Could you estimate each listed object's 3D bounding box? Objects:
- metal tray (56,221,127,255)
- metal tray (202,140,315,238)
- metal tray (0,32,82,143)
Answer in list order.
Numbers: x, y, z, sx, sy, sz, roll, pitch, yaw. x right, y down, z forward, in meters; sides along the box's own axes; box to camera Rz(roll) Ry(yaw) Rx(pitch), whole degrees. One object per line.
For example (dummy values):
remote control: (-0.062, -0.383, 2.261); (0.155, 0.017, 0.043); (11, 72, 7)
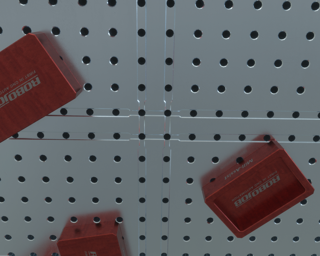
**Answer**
metal tray: (-0.099, 0.214, 0.488); (0.091, 0.030, 0.129); (-9, 110, 2)
metal tray: (0.139, 0.090, 0.445); (0.130, 0.030, 0.090); (-38, 106, 12)
metal tray: (-0.179, -0.049, 0.390); (0.130, 0.030, 0.090); (-29, 108, 9)
